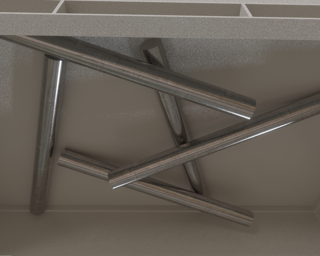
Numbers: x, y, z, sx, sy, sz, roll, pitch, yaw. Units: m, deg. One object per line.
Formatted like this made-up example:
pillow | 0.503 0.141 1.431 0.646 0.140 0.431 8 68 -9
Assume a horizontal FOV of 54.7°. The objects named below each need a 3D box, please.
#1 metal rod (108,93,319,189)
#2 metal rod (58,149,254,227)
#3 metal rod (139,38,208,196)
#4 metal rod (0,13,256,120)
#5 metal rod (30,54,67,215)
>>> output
metal rod | 0.075 0.017 0.398 0.301 0.025 0.025 -21 128 6
metal rod | -0.001 0.092 0.463 0.302 0.025 0.025 20 128 -8
metal rod | 0.031 0.019 0.425 0.025 0.025 0.299 -13 129 10
metal rod | -0.044 -0.066 0.325 0.302 0.025 0.025 18 128 -5
metal rod | -0.160 0.028 0.430 0.025 0.025 0.298 14 129 -12
